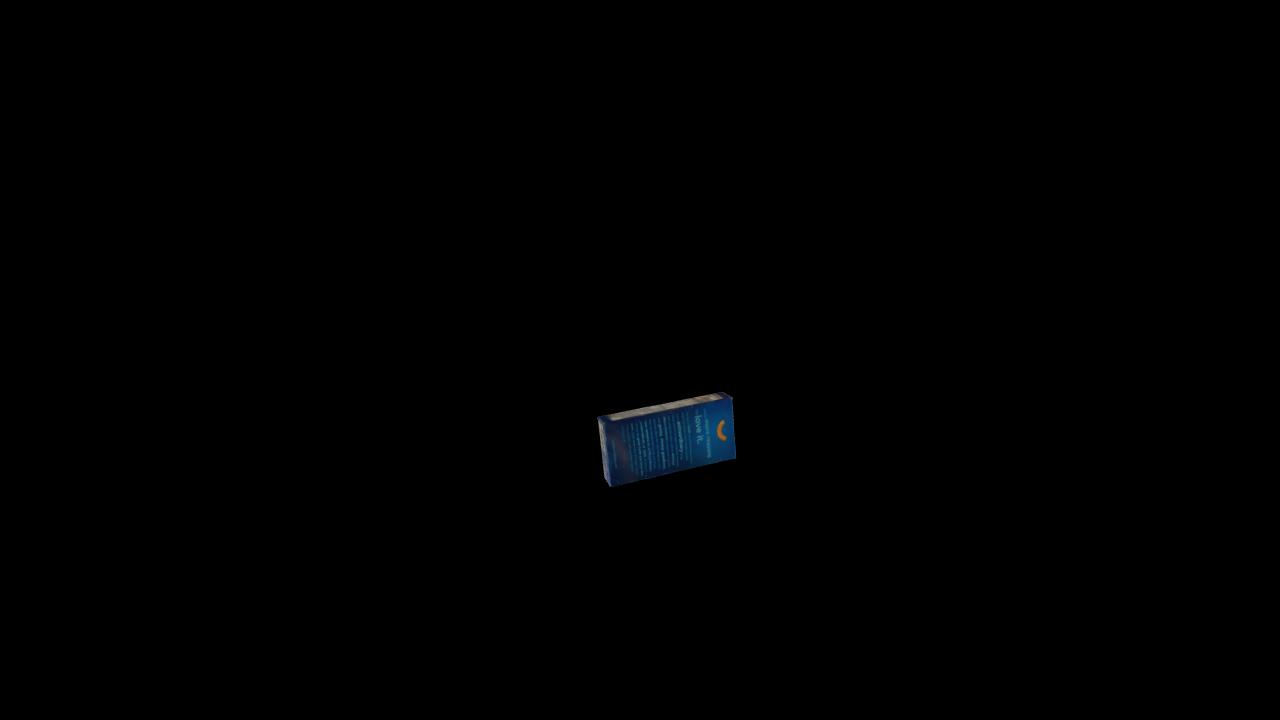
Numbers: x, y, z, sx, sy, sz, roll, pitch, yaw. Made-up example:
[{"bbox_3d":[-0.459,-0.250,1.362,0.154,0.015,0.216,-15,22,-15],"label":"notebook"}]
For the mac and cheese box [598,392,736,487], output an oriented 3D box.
[{"bbox_3d":[0.038,0.106,0.840,0.184,0.093,0.041,-10,13,-16],"label":"mac and cheese box"}]
